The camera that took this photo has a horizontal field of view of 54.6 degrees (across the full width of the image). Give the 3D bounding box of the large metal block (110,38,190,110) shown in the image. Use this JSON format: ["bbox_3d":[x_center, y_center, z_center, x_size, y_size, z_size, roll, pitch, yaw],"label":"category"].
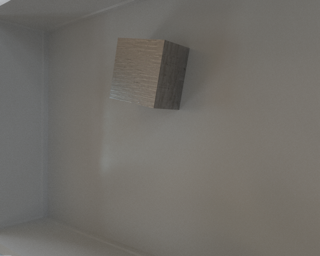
[{"bbox_3d":[-0.015,-0.071,0.404,0.080,0.050,0.080,16,100,39],"label":"large metal block"}]
